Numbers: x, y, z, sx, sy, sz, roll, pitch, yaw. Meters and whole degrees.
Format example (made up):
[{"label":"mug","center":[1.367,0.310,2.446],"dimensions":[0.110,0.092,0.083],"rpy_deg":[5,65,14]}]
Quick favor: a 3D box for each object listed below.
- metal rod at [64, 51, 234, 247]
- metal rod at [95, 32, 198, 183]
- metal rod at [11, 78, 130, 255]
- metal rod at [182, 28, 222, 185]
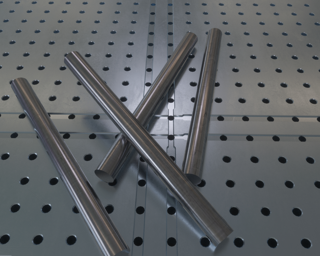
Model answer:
[{"label":"metal rod","center":[-0.027,0.009,0.370],"dimensions":[0.025,0.025,0.300],"rpy_deg":[-32,66,-24]},{"label":"metal rod","center":[-0.006,-0.049,0.449],"dimensions":[0.025,0.025,0.301],"rpy_deg":[18,52,15]},{"label":"metal rod","center":[-0.124,0.031,0.381],"dimensions":[0.025,0.025,0.300],"rpy_deg":[-28,55,-21]},{"label":"metal rod","center":[0.066,-0.053,0.452],"dimensions":[0.025,0.025,0.300],"rpy_deg":[9,51,8]}]
